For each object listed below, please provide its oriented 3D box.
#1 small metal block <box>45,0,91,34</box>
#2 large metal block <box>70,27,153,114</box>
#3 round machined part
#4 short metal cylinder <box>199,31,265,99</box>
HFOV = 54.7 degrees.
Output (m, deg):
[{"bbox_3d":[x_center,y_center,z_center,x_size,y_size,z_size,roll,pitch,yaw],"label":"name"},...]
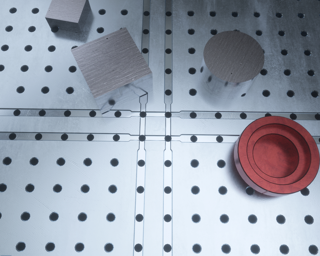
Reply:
[{"bbox_3d":[-0.140,-0.177,0.475,0.050,0.025,0.050,11,70,3],"label":"small metal block"},{"bbox_3d":[-0.064,-0.079,0.426,0.080,0.050,0.080,-26,72,-9],"label":"large metal block"},{"bbox_3d":[0.142,0.037,0.391,0.099,0.042,0.098,0,70,-1],"label":"round machined part"},{"bbox_3d":[0.097,-0.087,0.431,0.081,0.050,0.080,0,70,0],"label":"short metal cylinder"}]
